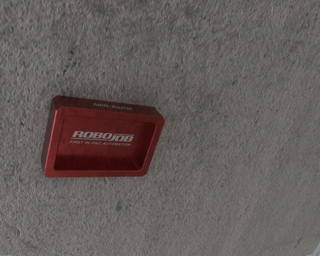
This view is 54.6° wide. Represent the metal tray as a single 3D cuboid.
[{"bbox_3d":[-0.067,0.014,0.374,0.131,0.030,0.089,5,116,-31],"label":"metal tray"}]
